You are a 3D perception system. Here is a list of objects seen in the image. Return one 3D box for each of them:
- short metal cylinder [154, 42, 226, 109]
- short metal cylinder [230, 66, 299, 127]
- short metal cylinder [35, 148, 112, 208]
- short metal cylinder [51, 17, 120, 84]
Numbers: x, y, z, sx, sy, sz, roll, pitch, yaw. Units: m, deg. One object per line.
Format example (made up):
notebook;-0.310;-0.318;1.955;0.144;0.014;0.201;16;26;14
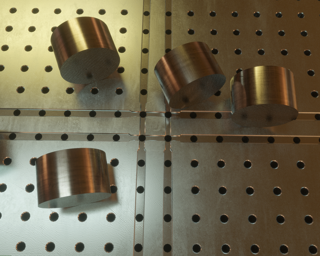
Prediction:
short metal cylinder;0.039;-0.067;0.408;0.080;0.080;0.050;-21;72;-8
short metal cylinder;0.132;-0.038;0.398;0.081;0.080;0.050;3;70;1
short metal cylinder;-0.100;0.060;0.360;0.081;0.080;0.050;-10;71;-4
short metal cylinder;-0.100;-0.103;0.419;0.081;0.080;0.050;-20;72;-7
